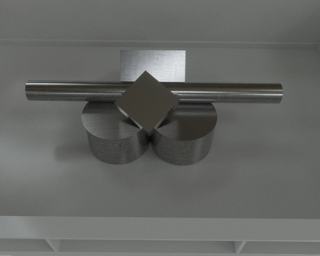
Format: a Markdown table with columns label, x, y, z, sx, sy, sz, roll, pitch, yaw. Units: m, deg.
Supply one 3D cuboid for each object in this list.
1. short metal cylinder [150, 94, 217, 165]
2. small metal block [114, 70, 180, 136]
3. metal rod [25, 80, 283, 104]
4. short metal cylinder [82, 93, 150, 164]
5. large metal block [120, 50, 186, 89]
| label | x | y | z | sx | sy | sz | roll | pitch | yaw |
| --- | --- | --- | --- | --- | --- | --- | --- | --- | --- |
| short metal cylinder | 0.028 | 0.000 | 0.388 | 0.081 | 0.050 | 0.080 | 0 | 50 | 0 |
| small metal block | -0.014 | -0.027 | 0.347 | 0.050 | 0.025 | 0.050 | 41 | 81 | 7 |
| metal rod | -0.007 | -0.044 | 0.375 | 0.302 | 0.025 | 0.025 | 1 | 50 | 0 |
| short metal cylinder | -0.053 | -0.002 | 0.388 | 0.081 | 0.050 | 0.080 | 0 | 50 | 0 |
| large metal block | -0.009 | -0.076 | 0.424 | 0.081 | 0.050 | 0.080 | 1 | 7 | 0 |
